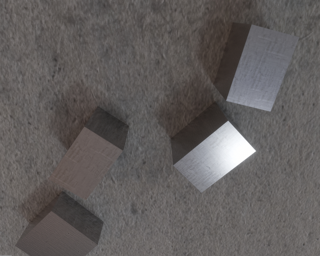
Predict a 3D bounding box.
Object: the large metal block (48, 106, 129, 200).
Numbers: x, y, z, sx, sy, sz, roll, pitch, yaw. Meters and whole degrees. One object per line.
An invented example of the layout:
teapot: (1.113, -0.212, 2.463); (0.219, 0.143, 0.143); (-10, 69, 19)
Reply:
large metal block: (-0.085, 0.028, 0.390); (0.050, 0.080, 0.080); (34, 106, -12)

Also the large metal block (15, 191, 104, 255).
large metal block: (-0.143, 0.153, 0.451); (0.080, 0.050, 0.080); (43, 104, -15)

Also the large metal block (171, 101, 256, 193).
large metal block: (0.061, 0.021, 0.389); (0.080, 0.080, 0.050); (-41, 105, 13)

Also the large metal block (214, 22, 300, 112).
large metal block: (0.104, -0.073, 0.355); (0.050, 0.080, 0.079); (13, 110, -5)
